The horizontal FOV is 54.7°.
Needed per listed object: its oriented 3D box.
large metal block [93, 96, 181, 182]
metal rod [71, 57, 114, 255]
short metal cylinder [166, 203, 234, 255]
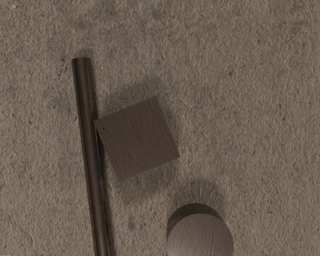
[{"bbox_3d":[-0.028,0.013,0.397,0.080,0.050,0.080,-22,90,-1],"label":"large metal block"},{"bbox_3d":[-0.086,0.058,0.408,0.025,0.025,0.298,-7,90,0],"label":"metal rod"},{"bbox_3d":[0.049,0.143,0.398,0.081,0.050,0.079,0,90,-1],"label":"short metal cylinder"}]
